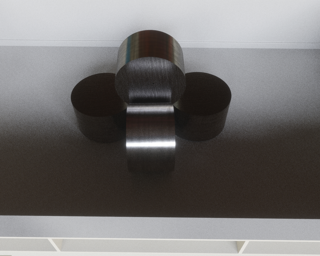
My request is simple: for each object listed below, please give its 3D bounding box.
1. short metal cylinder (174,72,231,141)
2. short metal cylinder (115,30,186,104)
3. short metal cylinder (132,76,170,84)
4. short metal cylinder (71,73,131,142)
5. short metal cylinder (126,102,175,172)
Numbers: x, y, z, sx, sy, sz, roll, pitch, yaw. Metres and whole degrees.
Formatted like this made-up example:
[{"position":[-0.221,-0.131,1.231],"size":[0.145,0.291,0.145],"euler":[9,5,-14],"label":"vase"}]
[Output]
[{"position":[0.050,-0.029,0.411],"size":[0.080,0.050,0.080],"euler":[0,50,0],"label":"short metal cylinder"},{"position":[-0.011,-0.067,0.366],"size":[0.081,0.080,0.050],"euler":[-1,50,-1],"label":"short metal cylinder"},{"position":[-0.013,-0.088,0.441],"size":[0.050,0.080,0.080],"euler":[-1,50,-2],"label":"short metal cylinder"},{"position":[-0.071,-0.028,0.409],"size":[0.080,0.050,0.080],"euler":[0,50,0],"label":"short metal cylinder"},{"position":[-0.010,0.011,0.358],"size":[0.050,0.080,0.080],"euler":[-1,50,-2],"label":"short metal cylinder"}]
